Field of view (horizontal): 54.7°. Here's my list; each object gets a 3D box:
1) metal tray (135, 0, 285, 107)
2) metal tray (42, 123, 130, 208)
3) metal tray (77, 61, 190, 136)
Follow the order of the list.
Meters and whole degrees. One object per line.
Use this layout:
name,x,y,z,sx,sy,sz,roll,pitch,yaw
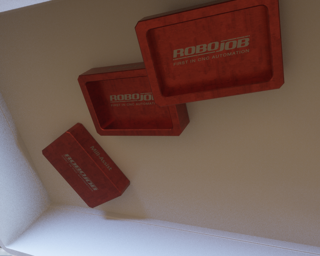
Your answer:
metal tray,0.050,-0.076,0.309,0.130,0.030,0.089,-8,116,14
metal tray,-0.122,0.065,0.507,0.090,0.030,0.130,-31,102,37
metal tray,-0.035,-0.035,0.400,0.130,0.030,0.089,-1,118,28
